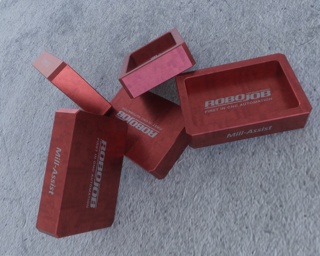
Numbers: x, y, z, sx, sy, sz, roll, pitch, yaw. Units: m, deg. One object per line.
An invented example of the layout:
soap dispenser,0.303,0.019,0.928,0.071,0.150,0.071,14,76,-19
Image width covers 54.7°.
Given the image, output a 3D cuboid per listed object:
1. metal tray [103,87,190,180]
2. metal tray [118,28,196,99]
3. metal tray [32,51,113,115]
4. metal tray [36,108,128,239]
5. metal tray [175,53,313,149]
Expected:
metal tray,-0.023,-0.001,0.413,0.130,0.030,0.090,29,77,37
metal tray,-0.006,-0.093,0.423,0.090,0.030,0.130,-27,23,10
metal tray,-0.130,-0.063,0.449,0.030,0.090,0.130,-49,35,-6
metal tray,-0.083,0.049,0.350,0.030,0.090,0.129,6,85,31
metal tray,0.089,-0.033,0.354,0.131,0.030,0.090,-11,55,4
